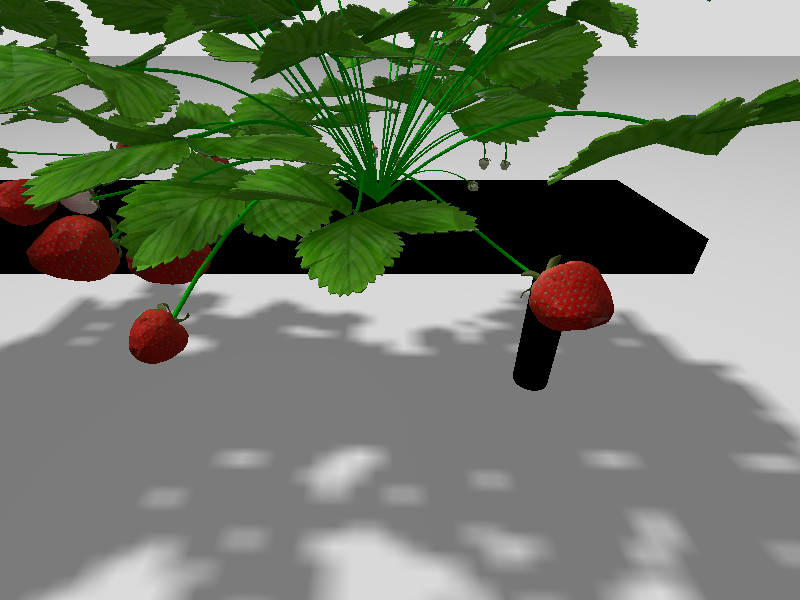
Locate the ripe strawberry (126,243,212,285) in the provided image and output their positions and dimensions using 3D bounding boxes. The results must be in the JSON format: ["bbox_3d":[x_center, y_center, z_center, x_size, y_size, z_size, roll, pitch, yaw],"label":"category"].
[{"bbox_3d":[-0.134,-0.026,0.231,0.039,0.041,0.042,24,41,32],"label":"ripe strawberry"}]

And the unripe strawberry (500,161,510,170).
[{"bbox_3d":[0.112,-0.144,0.428,0.010,0.010,0.009,-20,38,-28],"label":"unripe strawberry"}]

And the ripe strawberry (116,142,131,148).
[{"bbox_3d":[-0.297,-0.163,0.446,0.031,0.031,0.034,-19,38,-28],"label":"ripe strawberry"}]

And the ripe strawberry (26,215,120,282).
[{"bbox_3d":[-0.191,-0.028,0.234,0.041,0.040,0.038,-24,40,-31],"label":"ripe strawberry"}]

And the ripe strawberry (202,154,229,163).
[{"bbox_3d":[-0.176,-0.114,0.367,0.042,0.041,0.039,4,33,7],"label":"ripe strawberry"}]

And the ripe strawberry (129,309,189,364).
[{"bbox_3d":[-0.108,0.017,0.177,0.021,0.023,0.024,13,-39,19],"label":"ripe strawberry"}]

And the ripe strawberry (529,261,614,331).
[{"bbox_3d":[0.083,0.000,0.192,0.038,0.035,0.035,-17,37,-24],"label":"ripe strawberry"}]

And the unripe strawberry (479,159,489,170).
[{"bbox_3d":[0.090,-0.146,0.432,0.010,0.011,0.011,-24,40,-32],"label":"unripe strawberry"}]

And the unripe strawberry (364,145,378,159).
[{"bbox_3d":[-0.034,-0.173,0.473,0.017,0.020,0.019,-3,13,-5],"label":"unripe strawberry"}]

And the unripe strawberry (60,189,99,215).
[{"bbox_3d":[-0.267,-0.083,0.331,0.026,0.026,0.025,-4,33,-5],"label":"unripe strawberry"}]

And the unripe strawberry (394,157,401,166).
[{"bbox_3d":[-0.003,-0.157,0.455,0.011,0.011,0.011,4,33,7],"label":"unripe strawberry"}]

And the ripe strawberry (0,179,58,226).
[{"bbox_3d":[-0.284,-0.074,0.305,0.035,0.035,0.038,9,34,13],"label":"ripe strawberry"}]
